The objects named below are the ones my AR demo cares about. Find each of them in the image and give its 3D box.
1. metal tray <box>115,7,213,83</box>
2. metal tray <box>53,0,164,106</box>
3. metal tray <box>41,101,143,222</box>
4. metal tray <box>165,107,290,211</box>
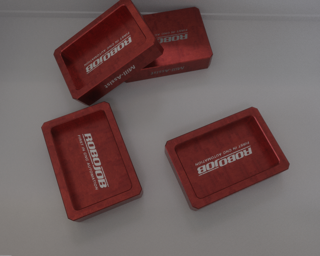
[{"bbox_3d":[0.002,-0.122,0.451,0.131,0.030,0.090,-11,70,-4],"label":"metal tray"},{"bbox_3d":[-0.071,-0.102,0.414,0.130,0.030,0.090,-33,66,10],"label":"metal tray"},{"bbox_3d":[-0.085,0.040,0.391,0.091,0.030,0.130,-21,71,-8],"label":"metal tray"},{"bbox_3d":[0.082,0.038,0.393,0.131,0.030,0.090,-22,72,-8],"label":"metal tray"}]
